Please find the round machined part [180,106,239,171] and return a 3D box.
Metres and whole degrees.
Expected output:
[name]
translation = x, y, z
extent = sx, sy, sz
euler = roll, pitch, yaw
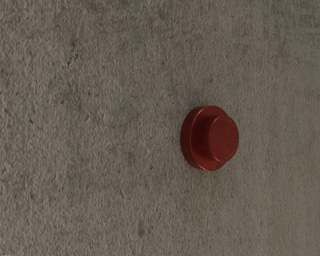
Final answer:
[round machined part]
translation = 0.080, 0.015, 0.459
extent = 0.099, 0.042, 0.097
euler = 0, 90, -40
